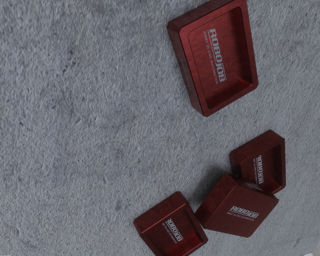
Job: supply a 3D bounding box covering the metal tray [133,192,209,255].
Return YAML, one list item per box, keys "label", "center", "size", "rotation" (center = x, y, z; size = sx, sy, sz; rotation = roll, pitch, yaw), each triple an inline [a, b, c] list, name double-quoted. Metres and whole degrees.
- label: "metal tray"
  center: [0.022, 0.176, 0.524]
  size: [0.090, 0.030, 0.130]
  rotation: [-32, 129, -7]

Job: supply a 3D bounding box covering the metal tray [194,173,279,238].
- label: "metal tray"
  center: [0.131, 0.133, 0.518]
  size: [0.131, 0.030, 0.090]
  rotation: [25, 105, -37]

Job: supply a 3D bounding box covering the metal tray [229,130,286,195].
- label: "metal tray"
  center: [0.175, 0.076, 0.546]
  size: [0.090, 0.030, 0.129]
  rotation: [-28, 128, -11]

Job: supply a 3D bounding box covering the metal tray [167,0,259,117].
- label: "metal tray"
  center: [0.071, -0.087, 0.387]
  size: [0.090, 0.030, 0.130]
  rotation: [-30, 129, -9]
